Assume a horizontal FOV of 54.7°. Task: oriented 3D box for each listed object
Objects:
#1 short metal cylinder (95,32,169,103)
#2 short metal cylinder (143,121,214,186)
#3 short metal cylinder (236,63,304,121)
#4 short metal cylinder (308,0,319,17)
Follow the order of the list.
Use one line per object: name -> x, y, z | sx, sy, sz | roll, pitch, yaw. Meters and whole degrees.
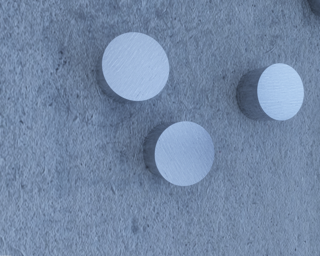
short metal cylinder -> -0.035, -0.071, 0.382 | 0.081, 0.050, 0.080 | 0, 90, -20
short metal cylinder -> 0.023, 0.031, 0.404 | 0.081, 0.050, 0.080 | 0, 90, -20
short metal cylinder -> 0.161, -0.050, 0.455 | 0.081, 0.050, 0.080 | 0, 90, -20
short metal cylinder -> 0.281, -0.216, 0.483 | 0.050, 0.080, 0.080 | -32, 101, -17
